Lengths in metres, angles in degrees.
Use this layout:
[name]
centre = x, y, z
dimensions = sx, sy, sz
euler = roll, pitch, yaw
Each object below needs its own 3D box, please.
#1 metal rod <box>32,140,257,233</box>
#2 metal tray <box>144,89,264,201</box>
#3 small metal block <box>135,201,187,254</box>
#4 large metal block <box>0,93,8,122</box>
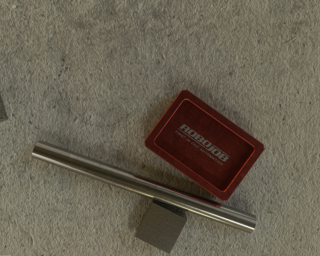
[metal rod]
centre = -0.020, 0.078, 0.409
dimensions = 0.302, 0.025, 0.025
euler = 19, 90, -1
[metal tray]
centre = 0.057, 0.022, 0.408
dimensions = 0.130, 0.030, 0.090
euler = 36, 90, -1
[small metal block]
centre = 0.001, 0.129, 0.410
dimensions = 0.050, 0.025, 0.050
euler = 27, 90, -1
[large metal block]
centre = -0.256, -0.038, 0.394
dimensions = 0.080, 0.050, 0.080
euler = -17, 90, -1
